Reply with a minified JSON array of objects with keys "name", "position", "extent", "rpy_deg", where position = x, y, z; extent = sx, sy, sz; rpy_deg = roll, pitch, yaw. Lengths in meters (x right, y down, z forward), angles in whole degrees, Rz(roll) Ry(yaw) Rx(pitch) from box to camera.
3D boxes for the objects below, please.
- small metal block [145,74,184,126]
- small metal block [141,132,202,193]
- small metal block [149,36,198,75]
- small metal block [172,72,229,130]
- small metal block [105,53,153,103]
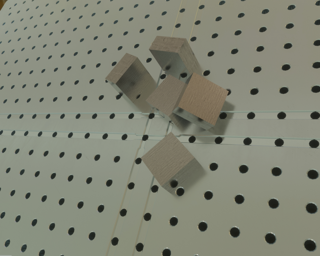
[{"name":"small metal block","position":[0.017,-0.039,0.424],"extent":[0.050,0.025,0.050],"rpy_deg":[-48,51,-6]},{"name":"small metal block","position":[0.013,0.041,0.377],"extent":[0.050,0.025,0.050],"rpy_deg":[-41,51,0]},{"name":"small metal block","position":[0.020,-0.104,0.447],"extent":[0.050,0.050,0.025],"rpy_deg":[17,71,35]},{"name":"small metal block","position":[0.050,-0.033,0.385],"extent":[0.050,0.025,0.050],"rpy_deg":[27,72,-7]},{"name":"small metal block","position":[-0.045,-0.074,0.463],"extent":[0.025,0.050,0.050],"rpy_deg":[30,78,38]}]
